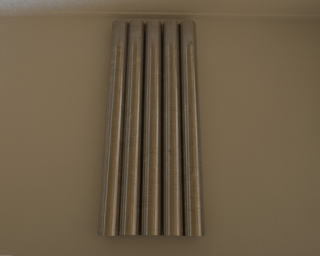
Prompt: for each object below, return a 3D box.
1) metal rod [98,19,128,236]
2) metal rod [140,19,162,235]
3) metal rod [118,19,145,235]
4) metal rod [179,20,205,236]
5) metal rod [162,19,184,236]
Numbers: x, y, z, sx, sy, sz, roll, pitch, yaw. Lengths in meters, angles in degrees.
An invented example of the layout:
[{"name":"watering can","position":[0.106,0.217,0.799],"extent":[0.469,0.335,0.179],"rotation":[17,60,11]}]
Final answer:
[{"name":"metal rod","position":[-0.059,-0.014,0.413],"extent":[0.025,0.025,0.299],"rotation":[0,70,0]},{"name":"metal rod","position":[-0.010,-0.015,0.414],"extent":[0.025,0.025,0.299],"rotation":[0,70,0]},{"name":"metal rod","position":[-0.035,-0.015,0.413],"extent":[0.025,0.025,0.299],"rotation":[0,70,0]},{"name":"metal rod","position":[0.041,-0.014,0.413],"extent":[0.025,0.025,0.299],"rotation":[0,70,0]},{"name":"metal rod","position":[0.016,-0.014,0.414],"extent":[0.025,0.025,0.299],"rotation":[0,70,0]}]
